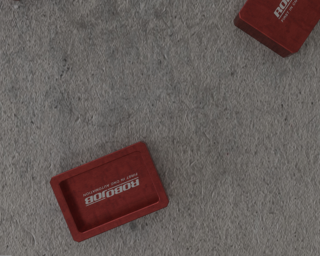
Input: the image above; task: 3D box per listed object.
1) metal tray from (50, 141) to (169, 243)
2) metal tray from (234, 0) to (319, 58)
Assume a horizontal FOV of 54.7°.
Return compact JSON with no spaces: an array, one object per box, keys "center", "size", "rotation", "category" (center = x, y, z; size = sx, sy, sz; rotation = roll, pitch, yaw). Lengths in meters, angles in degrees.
[{"center":[-0.064,0.081,0.406],"size":[0.131,0.030,0.090],"rotation":[-22,90,0],"category":"metal tray"},{"center":[0.172,-0.171,0.409],"size":[0.090,0.030,0.130],"rotation":[34,90,0],"category":"metal tray"}]
